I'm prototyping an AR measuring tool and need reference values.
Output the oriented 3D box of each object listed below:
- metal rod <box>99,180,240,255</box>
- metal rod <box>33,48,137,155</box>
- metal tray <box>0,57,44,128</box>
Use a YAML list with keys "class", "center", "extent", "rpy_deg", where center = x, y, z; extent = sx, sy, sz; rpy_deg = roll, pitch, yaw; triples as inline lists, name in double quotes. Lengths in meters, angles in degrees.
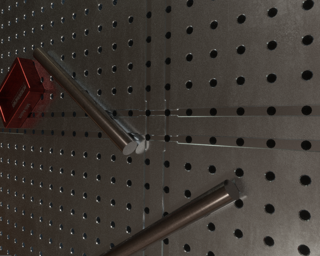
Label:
- class: "metal rod"
  center: [-0.018, 0.150, 0.421]
  extent: [0.299, 0.025, 0.025]
  rpy_deg: [-40, 66, 32]
- class: "metal rod"
  center: [-0.138, -0.057, 0.519]
  extent: [0.300, 0.025, 0.025]
  rpy_deg: [42, 115, 31]
- class: "metal tray"
  center: [-0.296, -0.071, 0.645]
  extent: [0.129, 0.030, 0.090]
  rpy_deg: [-43, 64, 31]
